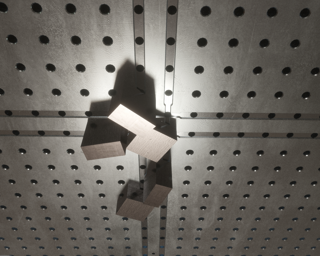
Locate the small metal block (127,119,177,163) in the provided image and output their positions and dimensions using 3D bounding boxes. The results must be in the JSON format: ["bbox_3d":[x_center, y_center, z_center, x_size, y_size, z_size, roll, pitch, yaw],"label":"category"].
[{"bbox_3d":[-0.012,0.015,0.424,0.050,0.025,0.050,26,125,-21],"label":"small metal block"}]

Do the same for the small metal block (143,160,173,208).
[{"bbox_3d":[-0.004,0.083,0.466,0.025,0.050,0.050,18,128,-15],"label":"small metal block"}]

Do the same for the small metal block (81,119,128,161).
[{"bbox_3d":[-0.071,0.013,0.405,0.050,0.050,0.025,-8,130,6],"label":"small metal block"}]

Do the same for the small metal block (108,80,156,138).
[{"bbox_3d":[-0.032,-0.023,0.375,0.050,0.050,0.025,33,123,-25],"label":"small metal block"}]

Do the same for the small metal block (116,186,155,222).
[{"bbox_3d":[-0.041,0.128,0.520,0.050,0.025,0.050,20,127,-17],"label":"small metal block"}]
